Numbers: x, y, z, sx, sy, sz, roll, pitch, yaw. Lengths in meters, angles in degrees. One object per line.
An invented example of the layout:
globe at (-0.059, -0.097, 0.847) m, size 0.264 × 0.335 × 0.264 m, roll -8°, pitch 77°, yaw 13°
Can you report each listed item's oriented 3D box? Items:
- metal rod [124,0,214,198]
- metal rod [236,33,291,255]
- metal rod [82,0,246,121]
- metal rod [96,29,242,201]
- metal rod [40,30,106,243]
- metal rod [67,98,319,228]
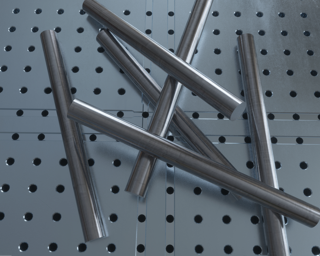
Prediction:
metal rod at (0.019, -0.057, 0.404) m, size 0.025 × 0.025 × 0.300 m, roll 18°, pitch 72°, yaw 6°
metal rod at (0.132, 0.007, 0.409) m, size 0.025 × 0.025 × 0.299 m, roll -2°, pitch 70°, yaw -1°
metal rod at (-0.013, -0.104, 0.407) m, size 0.025 × 0.025 × 0.300 m, roll -40°, pitch 59°, yaw -13°
metal rod at (0.010, -0.028, 0.421) m, size 0.025 × 0.025 × 0.300 m, roll -38°, pitch 74°, yaw -12°
metal rod at (-0.120, -0.003, 0.412) m, size 0.025 × 0.025 × 0.299 m, roll -16°, pitch 71°, yaw -6°
metal rod at (0.038, 0.040, 0.352) m, size 0.301 × 0.025 × 0.025 m, roll 24°, pitch 72°, yaw -1°
